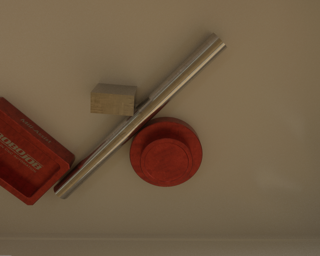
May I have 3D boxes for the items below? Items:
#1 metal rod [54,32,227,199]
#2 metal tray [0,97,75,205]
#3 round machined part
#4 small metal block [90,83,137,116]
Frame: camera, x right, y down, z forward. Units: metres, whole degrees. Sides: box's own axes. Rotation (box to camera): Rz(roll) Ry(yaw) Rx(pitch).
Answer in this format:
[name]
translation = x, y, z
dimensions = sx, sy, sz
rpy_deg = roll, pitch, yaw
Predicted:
[metal rod]
translation = -0.035, -0.007, 0.408
dimensions = 0.299, 0.025, 0.025
rpy_deg = -43, 105, 13
[metal tray]
translation = -0.195, 0.034, 0.418
dimensions = 0.130, 0.030, 0.090
rpy_deg = 43, 104, -15
[round machined part]
translation = 0.008, 0.038, 0.416
dimensions = 0.099, 0.042, 0.097
rpy_deg = 0, 110, -1
[small metal block]
translation = -0.056, -0.036, 0.384
dimensions = 0.050, 0.050, 0.025
rpy_deg = 4, 110, -2
